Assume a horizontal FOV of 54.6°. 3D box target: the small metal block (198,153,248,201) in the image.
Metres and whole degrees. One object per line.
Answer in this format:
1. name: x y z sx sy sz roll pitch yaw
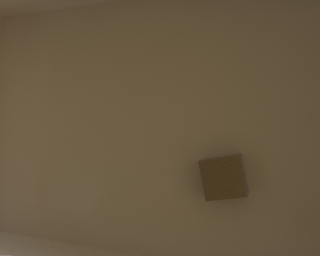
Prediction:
1. small metal block: 0.079 0.061 0.383 0.050 0.025 0.050 -11 86 19
